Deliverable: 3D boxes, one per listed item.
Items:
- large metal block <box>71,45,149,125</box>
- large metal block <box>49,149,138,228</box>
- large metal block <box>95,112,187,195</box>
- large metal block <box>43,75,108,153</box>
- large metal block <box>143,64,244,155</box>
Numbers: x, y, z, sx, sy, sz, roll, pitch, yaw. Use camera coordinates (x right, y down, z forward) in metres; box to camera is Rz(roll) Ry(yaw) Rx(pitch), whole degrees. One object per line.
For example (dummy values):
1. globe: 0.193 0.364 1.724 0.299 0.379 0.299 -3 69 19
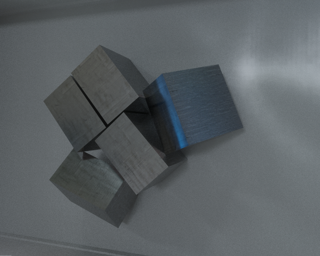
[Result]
1. large metal block: -0.052 -0.051 0.397 0.050 0.080 0.080 -40 78 15
2. large metal block: -0.081 0.078 0.400 0.080 0.080 0.050 23 63 18
3. large metal block: -0.020 0.028 0.385 0.050 0.080 0.080 -43 77 15
4. large metal block: -0.091 -0.017 0.411 0.050 0.080 0.080 -39 78 16
5. large metal block: 0.038 -0.022 0.359 0.050 0.081 0.080 -30 77 58
